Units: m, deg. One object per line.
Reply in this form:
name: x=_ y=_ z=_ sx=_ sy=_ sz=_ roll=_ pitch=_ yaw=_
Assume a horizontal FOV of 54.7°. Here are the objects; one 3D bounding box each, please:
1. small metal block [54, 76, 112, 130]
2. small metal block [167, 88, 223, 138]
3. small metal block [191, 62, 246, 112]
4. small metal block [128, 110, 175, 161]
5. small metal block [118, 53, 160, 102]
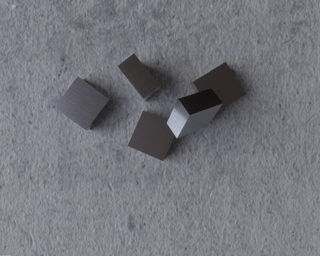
small metal block: x=-0.100 y=-0.032 z=0.409 sx=0.050 sy=0.025 sz=0.050 roll=37 pitch=90 yaw=-1
small metal block: x=0.042 y=-0.018 z=0.383 sx=0.050 sy=0.050 sz=0.025 roll=-20 pitch=64 yaw=-28
small metal block: x=0.077 y=-0.051 z=0.411 sx=0.050 sy=0.025 sz=0.050 roll=-32 pitch=90 yaw=-1
small metal block: x=-0.009 y=0.010 z=0.410 sx=0.050 sy=0.025 sz=0.050 roll=24 pitch=90 yaw=-1
small metal block: x=-0.026 y=-0.063 z=0.397 sx=0.025 sy=0.050 sz=0.050 roll=-38 pitch=91 yaw=0
